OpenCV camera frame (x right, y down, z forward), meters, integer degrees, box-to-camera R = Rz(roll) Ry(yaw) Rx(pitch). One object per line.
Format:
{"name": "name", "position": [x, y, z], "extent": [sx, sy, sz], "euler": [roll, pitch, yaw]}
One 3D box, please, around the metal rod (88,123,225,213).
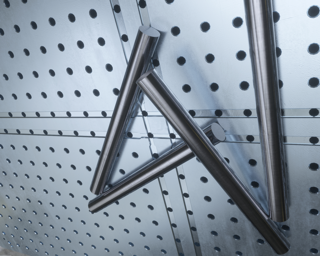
{"name": "metal rod", "position": [-0.024, 0.073, 0.469], "extent": [0.025, 0.025, 0.299], "euler": [49, 129, -6]}

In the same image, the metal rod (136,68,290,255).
{"name": "metal rod", "position": [0.075, 0.053, 0.377], "extent": [0.025, 0.025, 0.300], "euler": [-26, 113, 37]}

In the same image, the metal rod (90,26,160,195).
{"name": "metal rod", "position": [-0.060, -0.002, 0.441], "extent": [0.025, 0.025, 0.298], "euler": [31, 128, 8]}

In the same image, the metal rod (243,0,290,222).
{"name": "metal rod", "position": [0.118, -0.019, 0.337], "extent": [0.025, 0.025, 0.299], "euler": [-1, 118, 28]}
